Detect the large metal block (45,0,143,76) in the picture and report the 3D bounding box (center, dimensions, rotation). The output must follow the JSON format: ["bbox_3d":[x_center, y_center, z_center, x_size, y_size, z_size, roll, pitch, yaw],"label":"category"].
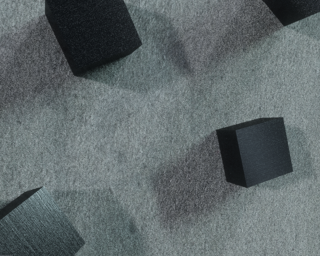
[{"bbox_3d":[-0.079,-0.117,0.367,0.081,0.050,0.080,-26,99,-18],"label":"large metal block"}]

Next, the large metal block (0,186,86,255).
[{"bbox_3d":[-0.142,0.121,0.326,0.080,0.050,0.080,59,43,-11],"label":"large metal block"}]

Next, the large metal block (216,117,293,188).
[{"bbox_3d":[0.136,0.032,0.448,0.081,0.050,0.080,-14,95,-20],"label":"large metal block"}]

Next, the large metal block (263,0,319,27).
[{"bbox_3d":[0.201,-0.208,0.456,0.080,0.080,0.050,43,77,-16],"label":"large metal block"}]
